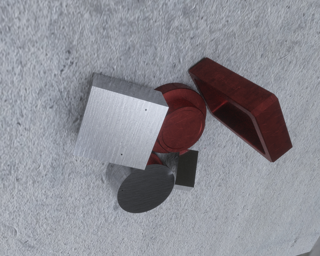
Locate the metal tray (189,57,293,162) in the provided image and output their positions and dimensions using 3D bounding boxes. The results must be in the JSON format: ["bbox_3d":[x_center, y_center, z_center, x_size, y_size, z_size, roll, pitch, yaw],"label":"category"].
[{"bbox_3d":[0.094,-0.025,0.377,0.030,0.130,0.090,-38,130,-3],"label":"metal tray"}]

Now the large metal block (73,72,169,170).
[{"bbox_3d":[-0.046,-0.007,0.348,0.081,0.050,0.079,15,112,-16],"label":"large metal block"}]

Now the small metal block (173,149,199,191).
[{"bbox_3d":[0.035,0.060,0.436,0.025,0.050,0.050,9,162,1],"label":"small metal block"}]

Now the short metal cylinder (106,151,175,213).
[{"bbox_3d":[-0.027,0.068,0.421,0.081,0.050,0.079,-14,125,-21],"label":"short metal cylinder"}]

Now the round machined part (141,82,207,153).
[{"bbox_3d":[0.020,-0.007,0.406,0.099,0.042,0.097,-14,125,-21],"label":"round machined part"}]
